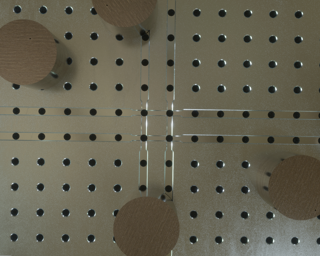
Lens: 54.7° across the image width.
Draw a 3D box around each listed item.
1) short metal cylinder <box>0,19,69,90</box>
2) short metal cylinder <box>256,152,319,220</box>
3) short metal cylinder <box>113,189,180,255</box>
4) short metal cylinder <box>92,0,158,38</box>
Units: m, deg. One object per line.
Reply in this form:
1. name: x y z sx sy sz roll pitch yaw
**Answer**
1. short metal cylinder: -0.165 -0.092 0.399 0.081 0.050 0.079 0 90 0
2. short metal cylinder: 0.172 0.073 0.402 0.081 0.050 0.079 0 90 0
3. short metal cylinder: -0.016 0.123 0.401 0.081 0.050 0.079 0 90 0
4. short metal cylinder: -0.043 -0.162 0.400 0.081 0.050 0.079 0 90 0
